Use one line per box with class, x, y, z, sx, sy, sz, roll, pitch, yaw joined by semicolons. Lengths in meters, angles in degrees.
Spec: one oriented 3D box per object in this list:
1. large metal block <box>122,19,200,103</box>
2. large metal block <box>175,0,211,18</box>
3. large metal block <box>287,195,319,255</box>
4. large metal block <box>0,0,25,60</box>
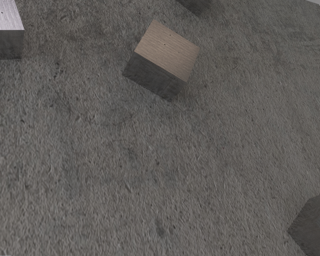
large metal block;0.003;-0.097;0.448;0.080;0.050;0.080;29;52;-10
large metal block;0.067;-0.270;0.589;0.080;0.050;0.080;35;51;-5
large metal block;0.237;0.145;0.426;0.081;0.050;0.080;-32;80;-38
large metal block;-0.209;-0.124;0.351;0.081;0.050;0.080;-12;68;-33
